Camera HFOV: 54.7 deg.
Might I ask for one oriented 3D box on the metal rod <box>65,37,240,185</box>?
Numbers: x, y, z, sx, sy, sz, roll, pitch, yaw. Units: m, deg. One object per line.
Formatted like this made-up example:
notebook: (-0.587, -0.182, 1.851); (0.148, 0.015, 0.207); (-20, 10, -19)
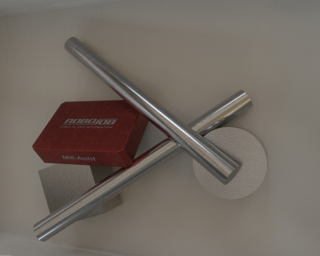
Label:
metal rod: (-0.028, -0.037, 0.387); (0.300, 0.025, 0.025); (40, 103, 28)

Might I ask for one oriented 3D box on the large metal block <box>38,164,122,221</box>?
large metal block: (-0.110, 0.083, 0.430); (0.080, 0.050, 0.080); (-20, 84, 18)

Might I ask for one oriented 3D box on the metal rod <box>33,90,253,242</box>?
metal rod: (-0.022, 0.047, 0.377); (0.301, 0.025, 0.025); (-33, 79, 2)

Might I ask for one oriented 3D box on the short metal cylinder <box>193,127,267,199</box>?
short metal cylinder: (0.084, 0.038, 0.365); (0.080, 0.050, 0.079); (0, 90, 19)

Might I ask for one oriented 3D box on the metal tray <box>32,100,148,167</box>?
metal tray: (-0.088, 0.004, 0.407); (0.130, 0.030, 0.090); (0, 46, 21)
